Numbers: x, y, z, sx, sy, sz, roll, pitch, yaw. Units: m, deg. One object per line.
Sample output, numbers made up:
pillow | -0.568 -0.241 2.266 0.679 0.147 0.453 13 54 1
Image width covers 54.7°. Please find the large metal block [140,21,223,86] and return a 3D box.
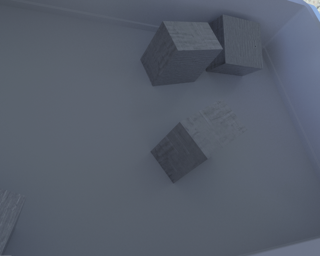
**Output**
large metal block | 0.030 -0.108 0.454 0.081 0.080 0.050 -11 68 -33

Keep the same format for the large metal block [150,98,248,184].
large metal block | 0.047 0.016 0.388 0.081 0.080 0.050 -29 78 -38

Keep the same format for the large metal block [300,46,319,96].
large metal block | 0.347 -0.114 0.652 0.080 0.050 0.080 25 53 -13

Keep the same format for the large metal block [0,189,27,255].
large metal block | -0.161 0.086 0.235 0.080 0.050 0.080 21 34 -16

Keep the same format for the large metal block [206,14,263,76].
large metal block | 0.125 -0.137 0.526 0.081 0.050 0.080 1 83 -28
